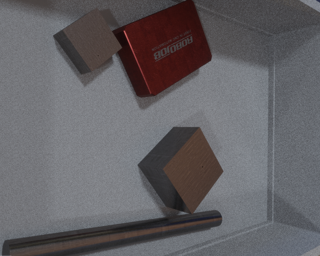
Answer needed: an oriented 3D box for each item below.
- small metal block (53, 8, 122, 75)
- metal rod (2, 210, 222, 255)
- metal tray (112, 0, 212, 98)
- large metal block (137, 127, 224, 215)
[{"bbox_3d":[-0.078,-0.095,0.342,0.050,0.025,0.050,-48,119,-30],"label":"small metal block"},{"bbox_3d":[-0.028,0.129,0.385,0.302,0.025,0.025,6,87,-40],"label":"metal rod"},{"bbox_3d":[0.008,-0.108,0.412,0.131,0.030,0.090,-36,113,-34],"label":"metal tray"},{"bbox_3d":[0.030,0.054,0.418,0.080,0.050,0.080,-46,118,-30],"label":"large metal block"}]
